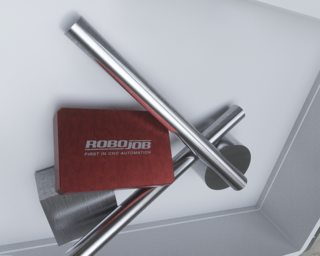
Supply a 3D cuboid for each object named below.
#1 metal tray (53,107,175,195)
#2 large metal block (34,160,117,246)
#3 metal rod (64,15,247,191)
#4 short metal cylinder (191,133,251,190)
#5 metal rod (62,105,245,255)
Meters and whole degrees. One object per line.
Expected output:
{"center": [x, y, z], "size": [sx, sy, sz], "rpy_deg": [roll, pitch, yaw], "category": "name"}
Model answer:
{"center": [-0.051, 0.026, 0.357], "size": [0.131, 0.030, 0.090], "rpy_deg": [1, 74, -28], "category": "metal tray"}
{"center": [-0.101, 0.088, 0.387], "size": [0.081, 0.050, 0.079], "rpy_deg": [-18, 126, -19], "category": "large metal block"}
{"center": [0.014, -0.011, 0.371], "size": [0.025, 0.025, 0.300], "rpy_deg": [-46, 117, 4], "category": "metal rod"}
{"center": [0.089, 0.047, 0.469], "size": [0.081, 0.050, 0.079], "rpy_deg": [-14, 125, -21], "category": "short metal cylinder"}
{"center": [0.005, 0.066, 0.404], "size": [0.301, 0.025, 0.025], "rpy_deg": [-39, 131, -20], "category": "metal rod"}
